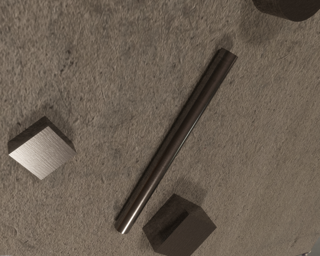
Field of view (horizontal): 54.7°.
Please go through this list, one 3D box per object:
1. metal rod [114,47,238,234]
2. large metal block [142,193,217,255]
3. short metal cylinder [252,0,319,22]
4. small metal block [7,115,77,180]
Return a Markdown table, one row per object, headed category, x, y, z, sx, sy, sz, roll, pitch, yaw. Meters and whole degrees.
| category | x | y | z | sx | sy | sz | roll | pitch | yaw |
| --- | --- | --- | --- | --- | --- | --- | --- | --- | --- |
| metal rod | 0.016 | 0.027 | 0.434 | 0.025 | 0.025 | 0.298 | 20 | 108 | -36 |
| large metal block | 0.033 | 0.166 | 0.513 | 0.080 | 0.050 | 0.080 | -49 | 129 | 6 |
| short metal cylinder | 0.158 | -0.174 | 0.371 | 0.081 | 0.050 | 0.079 | -14 | 125 | -21 |
| small metal block | -0.132 | 0.023 | 0.350 | 0.050 | 0.025 | 0.050 | -37 | 130 | -4 |
